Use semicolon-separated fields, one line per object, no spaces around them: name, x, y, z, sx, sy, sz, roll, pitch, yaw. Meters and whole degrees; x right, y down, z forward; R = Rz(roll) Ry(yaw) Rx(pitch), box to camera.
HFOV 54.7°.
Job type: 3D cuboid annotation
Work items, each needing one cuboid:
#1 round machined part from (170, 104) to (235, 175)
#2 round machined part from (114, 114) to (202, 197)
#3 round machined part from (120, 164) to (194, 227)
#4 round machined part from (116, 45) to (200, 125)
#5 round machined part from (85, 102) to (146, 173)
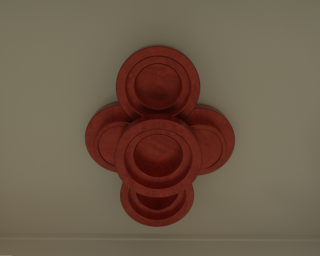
round machined part;0.050;0.020;0.408;0.099;0.042;0.097;0;110;-1
round machined part;-0.002;0.029;0.366;0.099;0.042;0.097;0;110;-1
round machined part;-0.004;0.085;0.431;0.099;0.042;0.097;0;110;-1
round machined part;-0.002;-0.053;0.380;0.099;0.042;0.097;0;110;-1
round machined part;-0.049;0.017;0.406;0.099;0.042;0.097;0;110;-1
